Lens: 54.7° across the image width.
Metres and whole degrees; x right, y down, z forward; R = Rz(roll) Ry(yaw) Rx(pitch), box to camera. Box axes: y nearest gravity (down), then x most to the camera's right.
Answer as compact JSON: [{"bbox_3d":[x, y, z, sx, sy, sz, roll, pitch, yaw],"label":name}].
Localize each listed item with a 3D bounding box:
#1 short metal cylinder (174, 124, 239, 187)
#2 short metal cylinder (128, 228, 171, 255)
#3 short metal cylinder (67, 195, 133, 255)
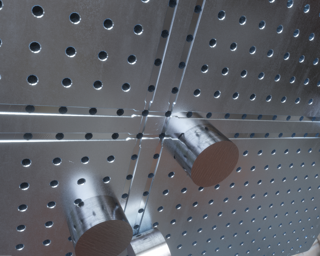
[{"bbox_3d":[0.069,0.040,0.460,0.081,0.050,0.079,-14,125,-21],"label":"short metal cylinder"},{"bbox_3d":[-0.017,0.208,0.497,0.050,0.080,0.079,-15,125,-20],"label":"short metal cylinder"},{"bbox_3d":[-0.085,0.143,0.438,0.081,0.050,0.079,-14,125,-21],"label":"short metal cylinder"}]
